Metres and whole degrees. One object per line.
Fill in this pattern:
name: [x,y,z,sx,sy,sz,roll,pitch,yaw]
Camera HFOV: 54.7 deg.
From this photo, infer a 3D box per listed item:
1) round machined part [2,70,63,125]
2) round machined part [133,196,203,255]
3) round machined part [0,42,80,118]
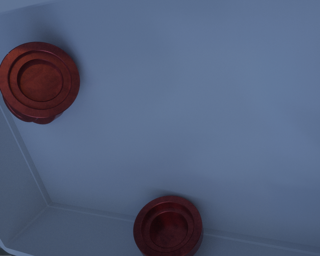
round machined part: [-0.197,-0.048,0.469,0.098,0.042,0.097,13,124,20]
round machined part: [0.014,0.152,0.450,0.098,0.098,0.042,9,139,23]
round machined part: [-0.161,-0.064,0.418,0.098,0.099,0.042,61,164,-16]
